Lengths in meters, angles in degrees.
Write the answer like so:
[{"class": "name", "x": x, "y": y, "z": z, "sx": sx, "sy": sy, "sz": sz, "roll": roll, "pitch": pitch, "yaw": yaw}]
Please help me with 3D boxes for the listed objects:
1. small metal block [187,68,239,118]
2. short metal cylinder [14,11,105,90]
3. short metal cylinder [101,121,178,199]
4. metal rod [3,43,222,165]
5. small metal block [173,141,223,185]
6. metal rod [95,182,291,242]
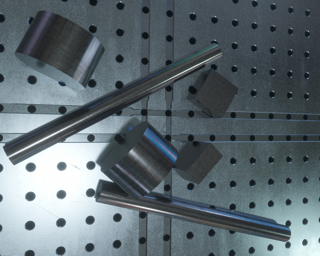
[{"class": "small metal block", "x": 0.075, "y": -0.048, "z": 0.440, "sx": 0.050, "sy": 0.025, "sz": 0.050, "roll": 34, "pitch": 79, "yaw": -17}, {"class": "short metal cylinder", "x": -0.109, "y": -0.083, "z": 0.343, "sx": 0.080, "sy": 0.080, "sz": 0.050, "roll": 27, "pitch": 81, "yaw": -18}, {"class": "short metal cylinder", "x": -0.025, "y": 0.038, "z": 0.374, "sx": 0.050, "sy": 0.080, "sz": 0.080, "roll": 44, "pitch": 76, "yaw": -15}, {"class": "metal rod", "x": -0.045, "y": -0.039, "z": 0.395, "sx": 0.302, "sy": 0.025, "sz": 0.025, "roll": -29, "pitch": 100, "yaw": -18}, {"class": "small metal block", "x": 0.049, "y": 0.045, "z": 0.417, "sx": 0.050, "sy": 0.050, "sz": 0.025, "roll": -46, "pitch": 105, "yaw": -14}, {"class": "metal rod", "x": 0.060, "y": 0.122, "z": 0.434, "sx": 0.302, "sy": 0.025, "sz": 0.025, "roll": 18, "pitch": 84, "yaw": -19}]
